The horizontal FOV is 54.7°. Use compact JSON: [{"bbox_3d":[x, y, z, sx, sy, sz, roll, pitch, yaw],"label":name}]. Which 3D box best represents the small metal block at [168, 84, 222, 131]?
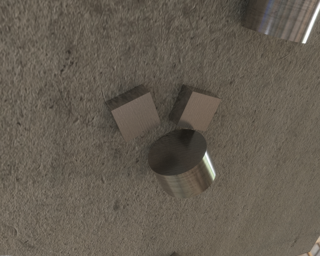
[{"bbox_3d":[0.047,-0.027,0.418,0.050,0.025,0.050,10,113,-33],"label":"small metal block"}]

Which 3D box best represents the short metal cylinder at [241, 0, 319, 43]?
[{"bbox_3d":[0.143,-0.137,0.367,0.081,0.080,0.050,0,119,-29],"label":"short metal cylinder"}]

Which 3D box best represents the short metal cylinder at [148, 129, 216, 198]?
[{"bbox_3d":[0.030,0.047,0.419,0.080,0.080,0.050,-32,129,-8],"label":"short metal cylinder"}]

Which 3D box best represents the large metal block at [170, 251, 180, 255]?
[{"bbox_3d":[0.045,0.292,0.579,0.050,0.080,0.080,-40,130,-2],"label":"large metal block"}]

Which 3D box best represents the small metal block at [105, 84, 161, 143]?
[{"bbox_3d":[-0.032,-0.018,0.380,0.050,0.025,0.050,-28,128,-11],"label":"small metal block"}]
